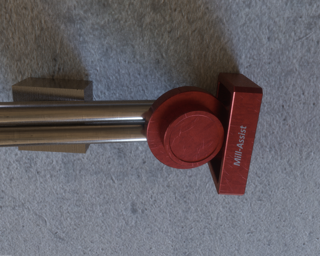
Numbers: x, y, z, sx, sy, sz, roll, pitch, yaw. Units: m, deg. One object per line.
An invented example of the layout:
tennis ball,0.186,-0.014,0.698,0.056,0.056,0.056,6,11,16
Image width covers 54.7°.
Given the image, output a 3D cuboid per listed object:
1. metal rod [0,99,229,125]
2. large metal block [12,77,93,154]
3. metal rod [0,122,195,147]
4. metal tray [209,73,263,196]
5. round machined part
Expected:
metal rod,-0.065,-0.019,0.355,0.302,0.025,0.025,-2,111,-13
large metal block,-0.129,-0.017,0.386,0.081,0.050,0.079,3,110,-2
metal rod,-0.067,0.006,0.364,0.302,0.025,0.025,-2,111,-14
metal tray,0.087,0.004,0.379,0.030,0.090,0.129,3,110,-2
round machined part,0.034,0.005,0.352,0.099,0.042,0.097,-4,113,-10
